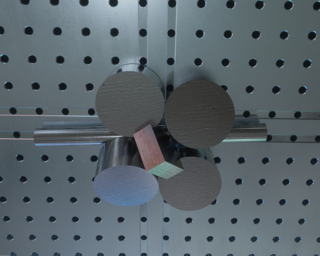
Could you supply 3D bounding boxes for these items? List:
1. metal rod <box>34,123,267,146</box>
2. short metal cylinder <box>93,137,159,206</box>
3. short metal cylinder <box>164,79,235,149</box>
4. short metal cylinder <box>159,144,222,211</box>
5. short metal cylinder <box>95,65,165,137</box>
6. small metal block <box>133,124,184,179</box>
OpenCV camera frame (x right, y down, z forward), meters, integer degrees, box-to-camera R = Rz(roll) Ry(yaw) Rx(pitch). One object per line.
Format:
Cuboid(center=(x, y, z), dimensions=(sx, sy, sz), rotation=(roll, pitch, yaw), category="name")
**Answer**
Cuboid(center=(-0.012, 0.009, 0.412), dimensions=(0.302, 0.025, 0.025), rotation=(-1, 110, 0), category="metal rod")
Cuboid(center=(-0.042, 0.057, 0.404), dimensions=(0.081, 0.050, 0.079), rotation=(-1, 130, -1), category="short metal cylinder")
Cuboid(center=(0.045, -0.015, 0.377), dimensions=(0.081, 0.050, 0.080), rotation=(0, 87, 0), category="short metal cylinder")
Cuboid(center=(0.039, 0.064, 0.420), dimensions=(0.081, 0.050, 0.079), rotation=(0, 110, 0), category="short metal cylinder")
Cuboid(center=(-0.035, -0.035, 0.383), dimensions=(0.081, 0.050, 0.079), rotation=(0, 110, 0), category="short metal cylinder")
Cuboid(center=(-0.001, 0.029, 0.369), dimensions=(0.025, 0.050, 0.050), rotation=(-32, 149, 17), category="small metal block")
